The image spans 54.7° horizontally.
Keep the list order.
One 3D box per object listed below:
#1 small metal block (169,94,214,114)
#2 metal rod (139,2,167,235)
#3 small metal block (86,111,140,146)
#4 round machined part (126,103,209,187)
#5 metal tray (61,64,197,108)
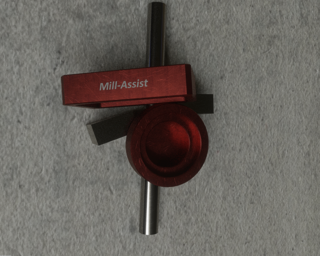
[{"bbox_3d":[0.036,-0.030,0.411,0.050,0.050,0.025,-2,91,-20],"label":"small metal block"},{"bbox_3d":[-0.009,-0.013,0.408,0.025,0.025,0.298,2,89,-20],"label":"metal rod"},{"bbox_3d":[-0.059,0.000,0.376,0.050,0.050,0.025,-20,97,-19],"label":"small metal block"},{"bbox_3d":[0.006,0.019,0.375,0.099,0.042,0.097,-2,94,-22],"label":"round machined part"},{"bbox_3d":[-0.028,-0.042,0.341,0.131,0.090,0.030,-4,90,9],"label":"metal tray"}]
